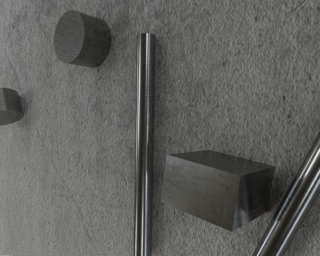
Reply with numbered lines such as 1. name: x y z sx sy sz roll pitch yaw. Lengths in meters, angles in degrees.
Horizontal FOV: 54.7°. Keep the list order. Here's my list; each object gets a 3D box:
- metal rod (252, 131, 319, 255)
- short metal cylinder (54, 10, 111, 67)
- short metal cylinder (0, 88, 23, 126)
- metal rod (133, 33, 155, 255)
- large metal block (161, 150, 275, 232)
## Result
1. metal rod: 0.157 0.004 0.275 0.025 0.025 0.298 33 110 35
2. short metal cylinder: -0.123 -0.139 0.491 0.080 0.050 0.079 0 90 40
3. short metal cylinder: -0.333 -0.043 0.644 0.080 0.081 0.050 -29 72 36
4. metal rod: -0.021 0.024 0.422 0.025 0.025 0.298 2 91 40
5. large metal block: 0.060 0.058 0.319 0.080 0.081 0.050 13 98 39
